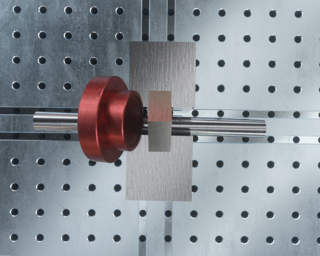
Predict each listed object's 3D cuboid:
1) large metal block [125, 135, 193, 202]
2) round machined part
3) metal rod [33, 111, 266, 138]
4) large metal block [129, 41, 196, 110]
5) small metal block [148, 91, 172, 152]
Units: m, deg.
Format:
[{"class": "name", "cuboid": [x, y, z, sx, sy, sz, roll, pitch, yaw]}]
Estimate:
[{"class": "large metal block", "cuboid": [-0.001, 0.049, 0.401, 0.081, 0.050, 0.079, 1, 90, 0]}, {"class": "round machined part", "cuboid": [-0.049, -0.009, 0.347, 0.042, 0.098, 0.097, 4, 90, 14]}, {"class": "metal rod", "cuboid": [-0.013, -0.004, 0.413, 0.302, 0.025, 0.025, 2, 90, 0]}, {"class": "large metal block", "cuboid": [0.003, -0.065, 0.401, 0.081, 0.050, 0.079, 1, 90, 0]}, {"class": "small metal block", "cuboid": [0.000, -0.008, 0.357, 0.025, 0.050, 0.050, 1, 46, 0]}]
